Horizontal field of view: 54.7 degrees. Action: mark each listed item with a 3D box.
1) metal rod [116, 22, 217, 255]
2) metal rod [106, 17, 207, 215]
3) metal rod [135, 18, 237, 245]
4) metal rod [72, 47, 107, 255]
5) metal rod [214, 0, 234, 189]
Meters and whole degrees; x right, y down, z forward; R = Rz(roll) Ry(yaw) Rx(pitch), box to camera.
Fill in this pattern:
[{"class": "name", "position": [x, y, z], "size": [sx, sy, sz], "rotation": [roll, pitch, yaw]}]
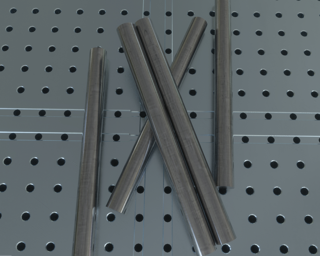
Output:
[{"class": "metal rod", "position": [0.004, 0.006, 0.385], "size": [0.025, 0.025, 0.299], "rotation": [-19, 80, -7]}, {"class": "metal rod", "position": [0.003, -0.030, 0.422], "size": [0.025, 0.025, 0.300], "rotation": [21, 71, 7]}, {"class": "metal rod", "position": [0.027, -0.005, 0.393], "size": [0.025, 0.025, 0.299], "rotation": [-19, 79, -7]}, {"class": "metal rod", "position": [-0.089, 0.030, 0.399], "size": [0.025, 0.025, 0.299], "rotation": [0, 70, 0]}, {"class": "metal rod", "position": [0.089, -0.066, 0.436], "size": [0.025, 0.025, 0.299], "rotation": [4, 70, 1]}]
